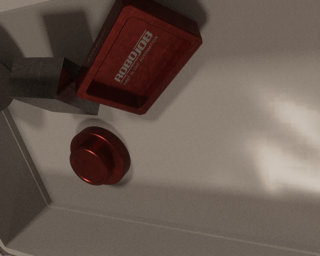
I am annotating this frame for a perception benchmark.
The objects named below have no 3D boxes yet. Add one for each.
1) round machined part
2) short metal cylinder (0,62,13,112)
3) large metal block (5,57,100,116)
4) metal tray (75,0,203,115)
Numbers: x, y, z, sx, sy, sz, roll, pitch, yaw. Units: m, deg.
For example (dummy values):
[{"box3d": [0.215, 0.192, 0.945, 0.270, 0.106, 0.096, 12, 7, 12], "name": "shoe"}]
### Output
[{"box3d": [-0.099, 0.050, 0.479, 0.098, 0.042, 0.097, 13, 124, 20], "name": "round machined part"}, {"box3d": [-0.257, -0.063, 0.458, 0.050, 0.080, 0.080, 26, 142, 64], "name": "short metal cylinder"}, {"box3d": [-0.132, -0.052, 0.400, 0.080, 0.080, 0.050, 5, 81, 25], "name": "large metal block"}, {"box3d": [-0.028, -0.074, 0.341, 0.091, 0.030, 0.129, 16, 136, -29], "name": "metal tray"}]
